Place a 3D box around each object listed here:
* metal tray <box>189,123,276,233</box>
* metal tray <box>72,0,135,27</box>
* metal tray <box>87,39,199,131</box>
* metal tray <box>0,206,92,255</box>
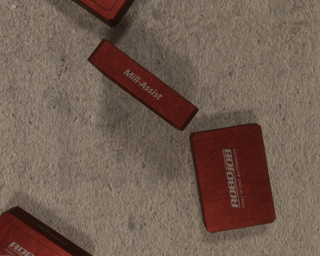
[{"bbox_3d":[0.094,0.064,0.409,0.091,0.030,0.129,-9,90,-1],"label":"metal tray"},{"bbox_3d":[-0.090,-0.207,0.406,0.130,0.030,0.090,35,90,-1],"label":"metal tray"},{"bbox_3d":[-0.018,-0.047,0.377,0.130,0.090,0.030,37,90,-1],"label":"metal tray"},{"bbox_3d":[-0.167,0.176,0.405,0.130,0.030,0.090,34,90,-1],"label":"metal tray"}]
